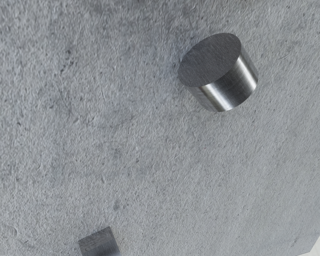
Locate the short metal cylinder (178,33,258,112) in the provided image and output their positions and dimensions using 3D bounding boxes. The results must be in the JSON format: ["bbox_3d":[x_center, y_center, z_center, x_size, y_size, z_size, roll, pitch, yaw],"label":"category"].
[{"bbox_3d":[0.069,-0.066,0.370,0.080,0.080,0.050,-45,130,3],"label":"short metal cylinder"}]

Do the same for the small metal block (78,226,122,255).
[{"bbox_3d":[-0.091,0.185,0.473,0.050,0.025,0.050,-22,127,-16],"label":"small metal block"}]
